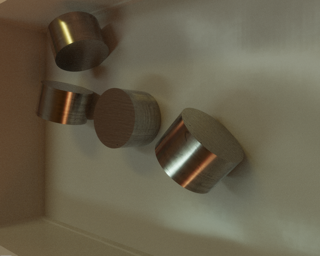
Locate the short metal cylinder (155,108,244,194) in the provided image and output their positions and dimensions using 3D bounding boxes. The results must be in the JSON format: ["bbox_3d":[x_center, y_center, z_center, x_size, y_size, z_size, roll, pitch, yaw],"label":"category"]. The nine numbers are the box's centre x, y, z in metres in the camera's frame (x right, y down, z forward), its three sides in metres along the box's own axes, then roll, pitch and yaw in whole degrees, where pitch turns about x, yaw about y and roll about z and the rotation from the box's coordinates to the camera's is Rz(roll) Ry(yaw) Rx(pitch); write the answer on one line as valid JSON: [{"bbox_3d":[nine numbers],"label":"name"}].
[{"bbox_3d":[0.042,0.023,0.335,0.080,0.081,0.050,52,120,27],"label":"short metal cylinder"}]

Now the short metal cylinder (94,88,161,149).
[{"bbox_3d":[-0.046,-0.013,0.426,0.080,0.050,0.079,0,90,39],"label":"short metal cylinder"}]

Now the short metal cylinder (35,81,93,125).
[{"bbox_3d":[-0.152,-0.041,0.494,0.080,0.081,0.050,24,105,37],"label":"short metal cylinder"}]

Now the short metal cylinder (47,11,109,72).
[{"bbox_3d":[-0.124,-0.129,0.471,0.080,0.081,0.050,-33,70,35],"label":"short metal cylinder"}]
